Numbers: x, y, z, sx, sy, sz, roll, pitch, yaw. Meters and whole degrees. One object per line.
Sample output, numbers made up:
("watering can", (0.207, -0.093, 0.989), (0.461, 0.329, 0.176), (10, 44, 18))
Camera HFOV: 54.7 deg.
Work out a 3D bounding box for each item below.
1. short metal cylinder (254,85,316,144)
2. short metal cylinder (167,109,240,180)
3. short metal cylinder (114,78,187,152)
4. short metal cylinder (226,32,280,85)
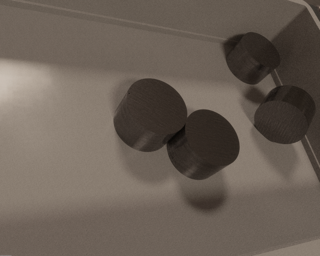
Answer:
("short metal cylinder", (0.199, -0.021, 0.493), (0.080, 0.080, 0.050), (44, 51, 1))
("short metal cylinder", (0.056, 0.022, 0.408), (0.081, 0.050, 0.080), (14, 56, -21))
("short metal cylinder", (-0.013, -0.016, 0.394), (0.081, 0.050, 0.080), (14, 56, -21))
("short metal cylinder", (0.168, -0.125, 0.559), (0.081, 0.050, 0.080), (14, 56, -21))
